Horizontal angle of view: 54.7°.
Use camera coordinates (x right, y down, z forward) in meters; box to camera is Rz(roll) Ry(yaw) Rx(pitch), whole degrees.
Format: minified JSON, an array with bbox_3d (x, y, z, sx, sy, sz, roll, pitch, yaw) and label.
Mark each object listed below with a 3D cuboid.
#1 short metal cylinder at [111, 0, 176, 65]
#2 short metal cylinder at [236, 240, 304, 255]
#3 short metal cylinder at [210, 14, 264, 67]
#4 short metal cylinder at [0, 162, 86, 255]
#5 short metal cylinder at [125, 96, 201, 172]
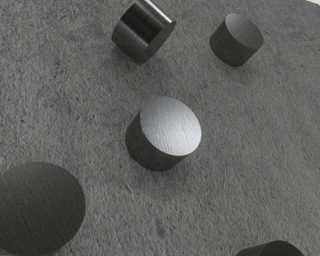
[{"bbox_3d":[-0.022,-0.137,0.440,0.050,0.080,0.080,42,51,0],"label":"short metal cylinder"},{"bbox_3d":[0.127,0.173,0.350,0.081,0.050,0.080,14,56,-21],"label":"short metal cylinder"},{"bbox_3d":[0.137,-0.158,0.557,0.081,0.050,0.080,14,56,-21],"label":"short metal cylinder"},{"bbox_3d":[-0.113,0.077,0.280,0.081,0.050,0.080,14,56,-21],"label":"short metal cylinder"},{"bbox_3d":[0.003,0.008,0.385,0.081,0.050,0.080,14,56,-21],"label":"short metal cylinder"}]
